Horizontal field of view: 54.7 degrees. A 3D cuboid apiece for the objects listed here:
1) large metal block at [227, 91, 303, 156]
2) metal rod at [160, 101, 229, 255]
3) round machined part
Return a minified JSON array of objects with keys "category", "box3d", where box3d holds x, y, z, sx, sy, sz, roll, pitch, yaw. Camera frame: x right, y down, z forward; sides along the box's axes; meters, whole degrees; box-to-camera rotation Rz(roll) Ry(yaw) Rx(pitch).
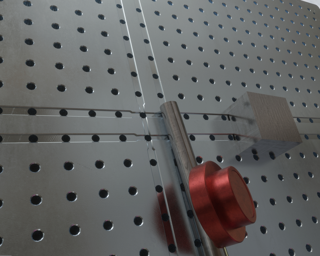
[{"category":"large metal block","box3d":[0.161,-0.005,0.481,0.081,0.050,0.080,5,59,-26]},{"category":"metal rod","box3d":[0.051,0.100,0.374,0.025,0.025,0.299,-3,63,-30]},{"category":"round machined part","box3d":[0.077,0.083,0.360,0.098,0.042,0.098,46,29,-34]}]
